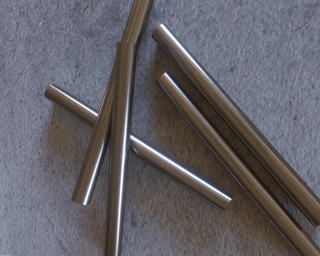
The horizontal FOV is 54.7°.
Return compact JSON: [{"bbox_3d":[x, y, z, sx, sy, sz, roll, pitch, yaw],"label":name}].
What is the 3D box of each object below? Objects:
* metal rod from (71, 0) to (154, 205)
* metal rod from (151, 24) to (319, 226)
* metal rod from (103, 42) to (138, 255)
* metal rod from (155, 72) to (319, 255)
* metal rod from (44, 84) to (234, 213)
[{"bbox_3d":[-0.059,-0.047,0.408,0.025,0.025,0.298,16,88,19],"label":"metal rod"},{"bbox_3d":[0.090,-0.013,0.376,0.025,0.025,0.300,-42,77,15],"label":"metal rod"},{"bbox_3d":[-0.053,0.043,0.402,0.025,0.025,0.298,10,102,19],"label":"metal rod"},{"bbox_3d":[0.095,0.049,0.375,0.025,0.025,0.300,-42,77,15],"label":"metal rod"},{"bbox_3d":[-0.040,0.019,0.422,0.300,0.025,0.025,31,100,17],"label":"metal rod"}]
